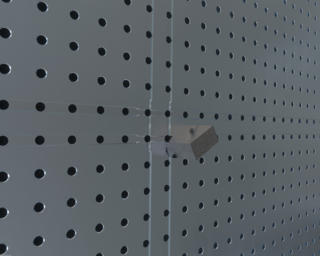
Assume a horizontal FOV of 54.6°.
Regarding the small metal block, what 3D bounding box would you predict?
[{"bbox_3d":[0.043,0.019,0.428,0.050,0.050,0.025,-35,112,-34],"label":"small metal block"}]
